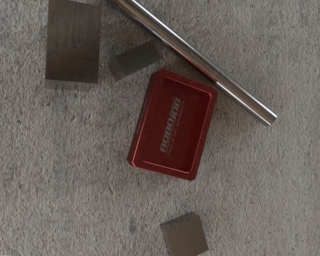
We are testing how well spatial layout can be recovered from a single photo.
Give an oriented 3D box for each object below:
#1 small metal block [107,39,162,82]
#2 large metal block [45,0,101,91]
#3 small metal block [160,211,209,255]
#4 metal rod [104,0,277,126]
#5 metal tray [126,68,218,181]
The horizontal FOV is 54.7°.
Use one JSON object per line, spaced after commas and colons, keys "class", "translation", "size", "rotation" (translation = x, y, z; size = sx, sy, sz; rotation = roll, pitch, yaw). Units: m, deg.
{"class": "small metal block", "translation": [-0.033, -0.082, 0.384], "size": [0.050, 0.050, 0.025], "rotation": [-30, 100, -18]}
{"class": "large metal block", "translation": [-0.099, -0.086, 0.344], "size": [0.050, 0.080, 0.079], "rotation": [3, 89, -20]}
{"class": "small metal block", "translation": [0.033, 0.149, 0.423], "size": [0.050, 0.025, 0.050], "rotation": [-17, 96, -20]}
{"class": "metal rod", "translation": [0.049, -0.094, 0.428], "size": [0.301, 0.025, 0.025], "rotation": [34, 79, -17]}
{"class": "metal tray", "translation": [0.018, -0.003, 0.413], "size": [0.091, 0.030, 0.129], "rotation": [18, 84, -20]}
